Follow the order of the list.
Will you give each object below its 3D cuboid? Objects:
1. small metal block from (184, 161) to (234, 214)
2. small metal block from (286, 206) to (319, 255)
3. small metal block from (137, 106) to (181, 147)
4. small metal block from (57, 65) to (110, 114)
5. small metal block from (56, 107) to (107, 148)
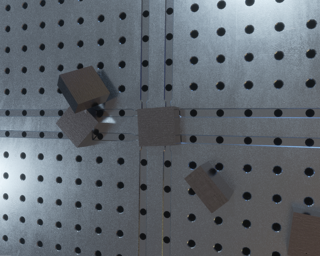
[{"bbox_3d":[0.061,0.070,0.377,0.025,0.050,0.050,-42,77,15],"label":"small metal block"},{"bbox_3d":[0.174,0.122,0.351,0.050,0.025,0.050,8,93,19],"label":"small metal block"},{"bbox_3d":[-0.001,-0.002,0.412,0.050,0.025,0.050,-3,89,19],"label":"small metal block"},{"bbox_3d":[-0.107,-0.055,0.433,0.050,0.050,0.025,56,145,11],"label":"small metal block"},{"bbox_3d":[-0.114,-0.007,0.452,0.050,0.025,0.050,46,104,14],"label":"small metal block"}]
